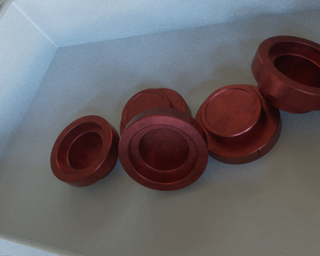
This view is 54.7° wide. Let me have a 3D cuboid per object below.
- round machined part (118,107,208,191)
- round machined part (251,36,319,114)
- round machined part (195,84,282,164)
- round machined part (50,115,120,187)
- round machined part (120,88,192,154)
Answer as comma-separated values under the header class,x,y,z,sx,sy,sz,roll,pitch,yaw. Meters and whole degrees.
class,x,y,z,sx,sy,sz,roll,pitch,yaw
round machined part,0.005,0.020,0.353,0.098,0.098,0.042,-20,23,17
round machined part,0.145,-0.053,0.332,0.099,0.042,0.098,6,49,-6
round machined part,0.086,-0.011,0.357,0.098,0.042,0.098,-13,56,21
round machined part,-0.097,0.034,0.425,0.098,0.042,0.098,-13,56,21
round machined part,-0.011,-0.013,0.409,0.098,0.042,0.098,-13,56,21
